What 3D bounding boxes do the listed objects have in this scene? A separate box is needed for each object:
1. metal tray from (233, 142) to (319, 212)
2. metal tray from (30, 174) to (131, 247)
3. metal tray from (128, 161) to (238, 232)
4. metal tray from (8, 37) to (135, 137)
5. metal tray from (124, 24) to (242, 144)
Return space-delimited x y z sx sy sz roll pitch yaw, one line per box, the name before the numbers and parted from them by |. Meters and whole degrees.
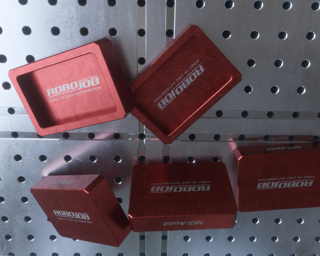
metal tray | 0.172 0.070 0.439 0.131 0.030 0.089 -4 110 1
metal tray | -0.107 0.108 0.413 0.130 0.030 0.090 -8 115 39
metal tray | 0.027 0.088 0.408 0.131 0.090 0.030 -2 127 0
metal tray | -0.106 -0.046 0.373 0.130 0.030 0.090 -11 111 21
metal tray | 0.024 -0.053 0.391 0.130 0.030 0.090 -43 105 14
